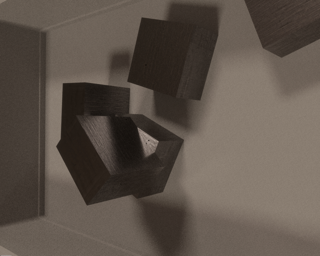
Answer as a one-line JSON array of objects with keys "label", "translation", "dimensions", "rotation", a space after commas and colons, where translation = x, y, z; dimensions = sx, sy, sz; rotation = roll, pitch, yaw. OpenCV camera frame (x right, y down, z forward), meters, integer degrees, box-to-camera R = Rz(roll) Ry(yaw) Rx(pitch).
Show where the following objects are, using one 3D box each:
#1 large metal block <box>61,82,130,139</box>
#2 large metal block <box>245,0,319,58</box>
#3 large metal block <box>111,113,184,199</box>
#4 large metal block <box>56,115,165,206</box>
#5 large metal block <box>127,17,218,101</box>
[{"label": "large metal block", "translation": [-0.091, -0.021, 0.444], "dimensions": [0.050, 0.081, 0.079], "rotation": [5, 93, 39]}, {"label": "large metal block", "translation": [0.128, -0.123, 0.284], "dimensions": [0.080, 0.050, 0.080], "rotation": [-25, 74, 37]}, {"label": "large metal block", "translation": [-0.027, 0.034, 0.410], "dimensions": [0.080, 0.050, 0.079], "rotation": [32, 110, 35]}, {"label": "large metal block", "translation": [-0.056, 0.032, 0.350], "dimensions": [0.050, 0.081, 0.080], "rotation": [-51, 61, 28]}, {"label": "large metal block", "translation": [0.014, -0.084, 0.378], "dimensions": [0.080, 0.050, 0.079], "rotation": [23, 104, 37]}]
